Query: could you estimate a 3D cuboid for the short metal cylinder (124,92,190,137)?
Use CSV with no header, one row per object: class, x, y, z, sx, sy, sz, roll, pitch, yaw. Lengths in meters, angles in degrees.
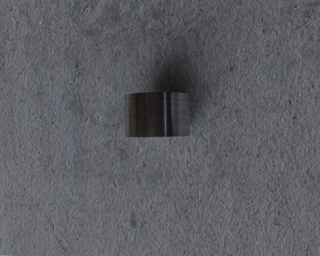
short metal cylinder,-0.003,-0.015,0.382,0.080,0.080,0.050,-1,90,19
